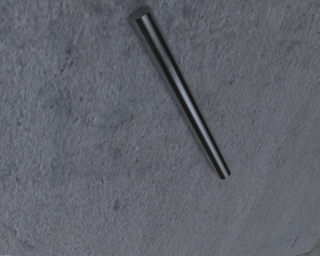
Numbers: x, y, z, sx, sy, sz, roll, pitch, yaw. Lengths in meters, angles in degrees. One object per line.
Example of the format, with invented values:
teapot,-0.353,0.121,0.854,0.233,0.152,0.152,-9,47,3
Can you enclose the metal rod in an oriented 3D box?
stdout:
metal rod,0.042,-0.023,0.417,0.025,0.025,0.299,-37,130,-4
